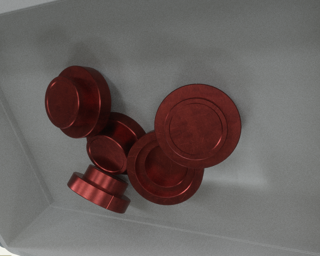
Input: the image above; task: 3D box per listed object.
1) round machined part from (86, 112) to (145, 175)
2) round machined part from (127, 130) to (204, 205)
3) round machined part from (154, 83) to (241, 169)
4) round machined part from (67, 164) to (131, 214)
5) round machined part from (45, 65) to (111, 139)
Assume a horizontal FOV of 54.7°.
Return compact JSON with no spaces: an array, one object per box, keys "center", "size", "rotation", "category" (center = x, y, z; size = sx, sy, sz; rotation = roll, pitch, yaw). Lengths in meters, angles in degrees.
[{"center":[-0.067,0.029,0.451],"size":[0.098,0.042,0.097],"rotation":[13,124,21],"category":"round machined part"},{"center":[0.009,0.047,0.407],"size":[0.098,0.042,0.097],"rotation":[2,100,11],"category":"round machined part"},{"center":[0.042,-0.001,0.350],"size":[0.098,0.042,0.097],"rotation":[1,97,10],"category":"round machined part"},{"center":[-0.088,0.090,0.478],"size":[0.098,0.042,0.098],"rotation":[27,172,5],"category":"round machined part"},{"center":[-0.115,-0.034,0.414],"size":[0.098,0.042,0.097],"rotation":[3,96,34],"category":"round machined part"}]
